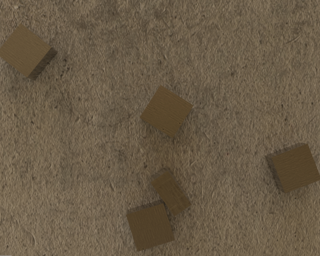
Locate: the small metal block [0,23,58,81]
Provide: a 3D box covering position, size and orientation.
[{"bbox_3d":[-0.174,-0.099,0.408,0.050,0.025,0.050,39,90,0],"label":"small metal block"}]

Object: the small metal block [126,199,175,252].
[{"bbox_3d":[-0.012,0.128,0.410,0.050,0.025,0.050,-17,90,0],"label":"small metal block"}]

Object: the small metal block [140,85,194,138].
[{"bbox_3d":[0.009,-0.021,0.410,0.050,0.025,0.050,32,90,0],"label":"small metal block"}]

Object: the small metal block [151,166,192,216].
[{"bbox_3d":[0.013,0.079,0.398,0.025,0.050,0.050,-35,90,0],"label":"small metal block"}]

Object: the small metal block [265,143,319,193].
[{"bbox_3d":[0.176,0.052,0.411,0.050,0.025,0.050,-21,90,0],"label":"small metal block"}]
